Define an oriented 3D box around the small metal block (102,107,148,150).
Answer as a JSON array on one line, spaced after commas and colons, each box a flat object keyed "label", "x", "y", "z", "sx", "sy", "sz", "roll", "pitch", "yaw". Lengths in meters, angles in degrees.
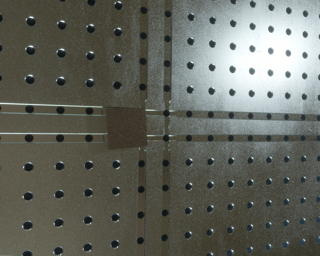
[{"label": "small metal block", "x": -0.045, "y": 0.000, "z": 0.397, "sx": 0.050, "sy": 0.025, "sz": 0.050, "roll": -4, "pitch": 92, "yaw": -20}]
